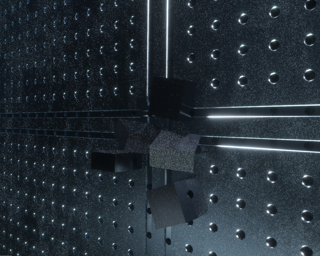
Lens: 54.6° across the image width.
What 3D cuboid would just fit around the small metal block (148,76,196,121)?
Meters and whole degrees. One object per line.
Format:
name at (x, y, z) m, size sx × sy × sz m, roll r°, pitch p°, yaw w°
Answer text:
small metal block at (0.015, -0.038, 0.398) m, size 0.050 × 0.025 × 0.050 m, roll 14°, pitch 99°, yaw 39°

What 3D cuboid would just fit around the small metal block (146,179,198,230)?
small metal block at (0.014, 0.099, 0.399) m, size 0.050 × 0.025 × 0.050 m, roll -27°, pitch 73°, yaw 37°

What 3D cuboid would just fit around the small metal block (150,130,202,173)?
small metal block at (0.019, 0.026, 0.364) m, size 0.050 × 0.050 × 0.025 m, roll 7°, pitch 112°, yaw 14°

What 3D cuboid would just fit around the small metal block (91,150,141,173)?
small metal block at (-0.063, 0.046, 0.446) m, size 0.050 × 0.050 × 0.025 m, roll 1°, pitch 91°, yaw 40°

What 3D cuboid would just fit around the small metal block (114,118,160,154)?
small metal block at (-0.028, 0.011, 0.407) m, size 0.050 × 0.050 × 0.025 m, roll 44°, pitch 119°, yaw 58°
